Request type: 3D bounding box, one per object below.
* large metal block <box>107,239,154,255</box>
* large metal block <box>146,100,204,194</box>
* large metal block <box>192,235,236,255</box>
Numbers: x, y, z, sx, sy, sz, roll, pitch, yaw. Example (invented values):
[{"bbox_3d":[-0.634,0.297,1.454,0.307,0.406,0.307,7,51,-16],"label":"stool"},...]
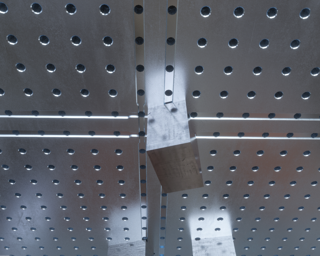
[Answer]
[{"bbox_3d":[-0.059,0.275,0.609,0.080,0.080,0.050,-14,129,11],"label":"large metal block"},{"bbox_3d":[0.020,0.024,0.396,0.050,0.080,0.080,-12,129,10],"label":"large metal block"},{"bbox_3d":[0.111,0.264,0.622,0.080,0.050,0.080,-9,130,7],"label":"large metal block"}]
